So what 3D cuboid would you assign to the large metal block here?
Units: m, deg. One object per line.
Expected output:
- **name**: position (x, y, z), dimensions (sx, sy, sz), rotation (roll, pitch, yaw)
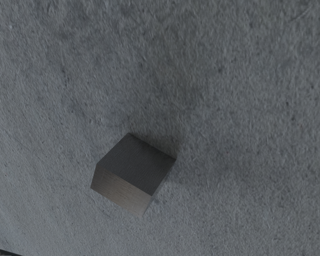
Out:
- **large metal block**: position (-0.035, 0.063, 0.427), dimensions (0.080, 0.080, 0.050), rotation (29, 128, 9)
